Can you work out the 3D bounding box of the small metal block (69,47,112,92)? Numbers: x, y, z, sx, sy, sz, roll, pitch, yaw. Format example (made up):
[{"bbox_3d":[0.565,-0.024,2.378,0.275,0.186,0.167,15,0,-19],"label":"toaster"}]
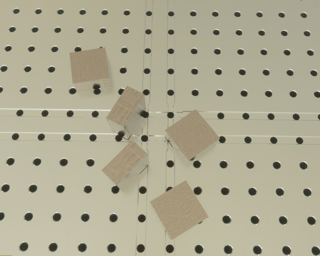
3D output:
[{"bbox_3d":[-0.098,-0.083,0.442,0.050,0.025,0.050,-10,70,-4],"label":"small metal block"}]

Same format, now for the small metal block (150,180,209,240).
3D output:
[{"bbox_3d":[0.023,0.100,0.376,0.050,0.025,0.050,-29,73,-10],"label":"small metal block"}]

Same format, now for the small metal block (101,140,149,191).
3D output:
[{"bbox_3d":[-0.041,0.048,0.381,0.025,0.050,0.050,42,75,13],"label":"small metal block"}]

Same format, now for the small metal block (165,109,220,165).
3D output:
[{"bbox_3d":[0.041,0.012,0.408,0.050,0.025,0.050,-34,74,-12],"label":"small metal block"}]

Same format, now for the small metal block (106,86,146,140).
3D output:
[{"bbox_3d":[-0.042,-0.019,0.405,0.025,0.050,0.050,27,72,9],"label":"small metal block"}]
